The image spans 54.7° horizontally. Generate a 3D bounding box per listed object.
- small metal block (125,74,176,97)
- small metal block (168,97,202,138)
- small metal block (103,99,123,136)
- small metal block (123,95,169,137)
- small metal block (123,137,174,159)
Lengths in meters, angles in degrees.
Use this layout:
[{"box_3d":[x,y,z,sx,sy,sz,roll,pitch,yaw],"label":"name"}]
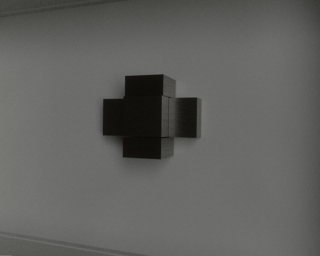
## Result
[{"box_3d":[-0.011,-0.052,0.399,0.050,0.050,0.025,1,91,20],"label":"small metal block"},{"box_3d":[0.026,-0.013,0.400,0.050,0.025,0.050,1,90,19],"label":"small metal block"},{"box_3d":[-0.050,-0.014,0.426,0.050,0.025,0.050,1,90,20],"label":"small metal block"},{"box_3d":[-0.017,-0.014,0.387,0.050,0.025,0.050,1,90,19],"label":"small metal block"},{"box_3d":[-0.014,0.024,0.399,0.050,0.050,0.025,1,91,20],"label":"small metal block"}]
